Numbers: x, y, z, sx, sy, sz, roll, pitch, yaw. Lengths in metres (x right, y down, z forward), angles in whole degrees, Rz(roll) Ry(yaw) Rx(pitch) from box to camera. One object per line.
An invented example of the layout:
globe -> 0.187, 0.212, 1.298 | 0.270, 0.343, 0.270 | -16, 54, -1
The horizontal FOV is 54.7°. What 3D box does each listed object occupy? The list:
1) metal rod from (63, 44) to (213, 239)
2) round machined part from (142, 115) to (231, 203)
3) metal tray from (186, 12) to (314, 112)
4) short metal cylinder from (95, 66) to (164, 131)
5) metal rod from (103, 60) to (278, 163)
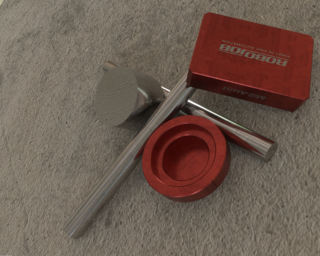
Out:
metal rod -> -0.017, 0.012, 0.385 | 0.300, 0.025, 0.025 | -52, 52, 0
round machined part -> 0.033, 0.037, 0.354 | 0.098, 0.042, 0.098 | -13, 56, 21
metal tray -> 0.104, -0.078, 0.359 | 0.131, 0.030, 0.090 | 15, 66, 4
short metal cylinder -> -0.042, -0.038, 0.418 | 0.080, 0.050, 0.080 | -8, 77, 39
metal rod -> 0.017, -0.037, 0.420 | 0.300, 0.025, 0.025 | 32, 80, 38
